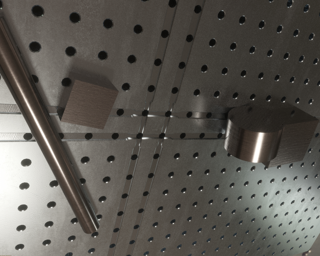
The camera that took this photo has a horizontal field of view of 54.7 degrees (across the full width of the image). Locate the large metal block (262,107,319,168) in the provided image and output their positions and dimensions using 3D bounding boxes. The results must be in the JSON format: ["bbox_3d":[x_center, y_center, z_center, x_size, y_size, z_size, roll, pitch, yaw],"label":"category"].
[{"bbox_3d":[0.205,0.014,0.519,0.081,0.050,0.079,-7,122,-26],"label":"large metal block"}]

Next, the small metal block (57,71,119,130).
[{"bbox_3d":[-0.082,-0.030,0.349,0.050,0.025,0.050,13,112,-34],"label":"small metal block"}]

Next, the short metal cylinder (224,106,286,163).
[{"bbox_3d":[0.138,0.007,0.458,0.081,0.080,0.050,-12,124,-22],"label":"short metal cylinder"}]

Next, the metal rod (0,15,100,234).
[{"bbox_3d":[-0.124,0.023,0.358,0.025,0.025,0.298,-23,127,-15],"label":"metal rod"}]
